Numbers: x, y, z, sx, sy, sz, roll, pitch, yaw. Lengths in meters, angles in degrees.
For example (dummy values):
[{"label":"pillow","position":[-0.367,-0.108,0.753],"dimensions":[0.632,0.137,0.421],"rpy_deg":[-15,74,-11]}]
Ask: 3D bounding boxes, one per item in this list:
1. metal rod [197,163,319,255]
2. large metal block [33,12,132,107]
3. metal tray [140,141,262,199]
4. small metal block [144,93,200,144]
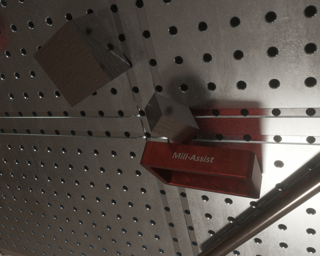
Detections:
[{"label":"metal rod","position":[0.136,0.122,0.414],"dimensions":[0.025,0.025,0.298],"rpy_deg":[37,129,3]},{"label":"large metal block","position":[-0.098,-0.084,0.393],"dimensions":[0.080,0.050,0.080],"rpy_deg":[-25,105,36]},{"label":"metal tray","position":[0.053,0.052,0.381],"dimensions":[0.130,0.030,0.090],"rpy_deg":[4,156,25]},{"label":"small metal block","position":[0.013,-0.011,0.365],"dimensions":[0.050,0.050,0.025],"rpy_deg":[21,118,-25]}]
